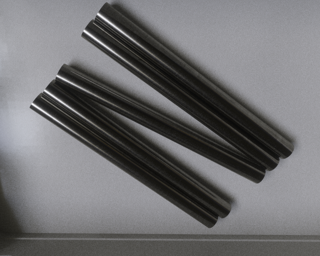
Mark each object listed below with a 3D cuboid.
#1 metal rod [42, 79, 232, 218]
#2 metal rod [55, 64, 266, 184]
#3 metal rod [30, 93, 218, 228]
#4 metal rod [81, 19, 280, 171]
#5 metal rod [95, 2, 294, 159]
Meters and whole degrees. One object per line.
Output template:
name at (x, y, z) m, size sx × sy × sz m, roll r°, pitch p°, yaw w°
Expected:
metal rod at (-0.022, 0.035, 0.423) m, size 0.301 × 0.025 × 0.025 m, roll 36°, pitch 106°, yaw -13°
metal rod at (0.008, -0.001, 0.410) m, size 0.301 × 0.025 × 0.025 m, roll 27°, pitch 108°, yaw -10°
metal rod at (-0.040, 0.051, 0.428) m, size 0.301 × 0.025 × 0.025 m, roll 36°, pitch 106°, yaw -13°
metal rod at (0.035, -0.034, 0.397) m, size 0.301 × 0.025 × 0.025 m, roll 35°, pitch 106°, yaw -12°
metal rod at (0.052, -0.052, 0.391) m, size 0.301 × 0.025 × 0.025 m, roll 35°, pitch 106°, yaw -12°
